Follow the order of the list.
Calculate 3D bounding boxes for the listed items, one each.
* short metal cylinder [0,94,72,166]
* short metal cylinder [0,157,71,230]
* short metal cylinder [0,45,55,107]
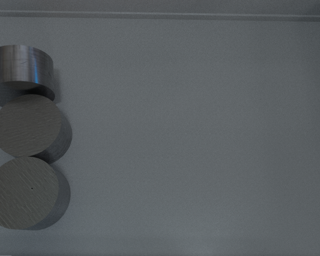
[{"bbox_3d":[-0.158,0.004,0.393,0.081,0.050,0.080,0,70,0],"label":"short metal cylinder"},{"bbox_3d":[-0.153,0.079,0.366,0.081,0.050,0.080,0,70,0],"label":"short metal cylinder"},{"bbox_3d":[-0.180,-0.063,0.401,0.081,0.080,0.050,-8,71,-4],"label":"short metal cylinder"}]
